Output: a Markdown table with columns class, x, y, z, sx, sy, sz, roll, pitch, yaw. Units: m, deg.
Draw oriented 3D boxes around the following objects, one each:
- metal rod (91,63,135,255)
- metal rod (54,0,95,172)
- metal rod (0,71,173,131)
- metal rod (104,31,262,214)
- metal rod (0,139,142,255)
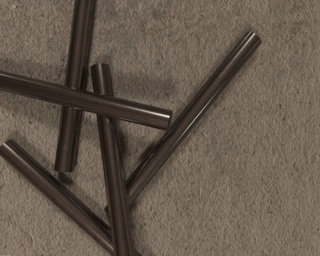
| class | x | y | z | sx | sy | sz | roll | pitch | yaw |
| --- | --- | --- | --- | --- | --- | --- | --- | --- | --- |
| metal rod | -0.057 | 0.065 | 0.387 | 0.025 | 0.025 | 0.298 | -9 | 82 | 0 |
| metal rod | -0.108 | -0.092 | 0.408 | 0.025 | 0.025 | 0.298 | 7 | 90 | -1 |
| metal rod | -0.133 | -0.044 | 0.384 | 0.301 | 0.025 | 0.025 | 14 | 90 | 9 |
| metal rod | 0.031 | -0.003 | 0.410 | 0.025 | 0.025 | 0.300 | 39 | 90 | -1 |
| metal rod | -0.093 | 0.124 | 0.408 | 0.300 | 0.025 | 0.025 | 42 | 90 | -1 |
